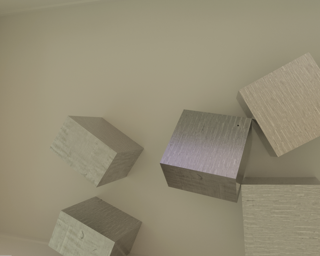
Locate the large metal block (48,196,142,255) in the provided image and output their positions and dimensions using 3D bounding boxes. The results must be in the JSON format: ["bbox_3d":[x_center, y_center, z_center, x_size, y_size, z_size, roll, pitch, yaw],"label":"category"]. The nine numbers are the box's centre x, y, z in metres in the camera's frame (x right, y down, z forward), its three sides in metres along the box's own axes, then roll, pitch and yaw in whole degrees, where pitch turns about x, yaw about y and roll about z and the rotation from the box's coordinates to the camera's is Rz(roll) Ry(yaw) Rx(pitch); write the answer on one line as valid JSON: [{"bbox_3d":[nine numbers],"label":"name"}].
[{"bbox_3d":[-0.082,0.139,0.409,0.080,0.080,0.050,24,98,18],"label":"large metal block"}]

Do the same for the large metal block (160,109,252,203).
[{"bbox_3d":[0.056,0.029,0.354,0.080,0.050,0.080,9,53,22],"label":"large metal block"}]

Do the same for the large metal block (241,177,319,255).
[{"bbox_3d":[0.137,0.099,0.349,0.080,0.050,0.079,-3,89,19],"label":"large metal block"}]

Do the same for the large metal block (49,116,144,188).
[{"bbox_3d":[-0.080,0.027,0.408,0.080,0.080,0.050,35,101,16],"label":"large metal block"}]

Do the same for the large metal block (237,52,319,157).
[{"bbox_3d":[0.141,-0.022,0.341,0.080,0.050,0.080,-29,81,7],"label":"large metal block"}]
